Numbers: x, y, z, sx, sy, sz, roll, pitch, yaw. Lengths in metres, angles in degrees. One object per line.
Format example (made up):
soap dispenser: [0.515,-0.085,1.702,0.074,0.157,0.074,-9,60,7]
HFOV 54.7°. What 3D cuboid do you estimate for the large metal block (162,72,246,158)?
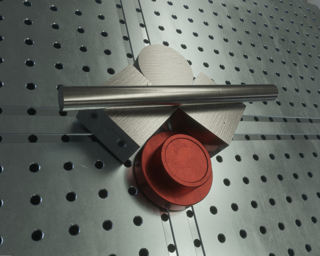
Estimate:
large metal block: [0.062,-0.017,0.428,0.080,0.050,0.080,36,52,-4]

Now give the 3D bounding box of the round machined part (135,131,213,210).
round machined part: [0.023,0.046,0.376,0.099,0.042,0.098,14,56,-21]

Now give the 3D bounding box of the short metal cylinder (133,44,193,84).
short metal cylinder: [-0.001,-0.068,0.428,0.081,0.050,0.080,14,56,-21]

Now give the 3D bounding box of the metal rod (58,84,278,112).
metal rod: [0.033,-0.040,0.379,0.303,0.025,0.025,-5,64,-30]

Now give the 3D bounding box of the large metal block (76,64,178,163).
large metal block: [-0.040,-0.019,0.377,0.080,0.050,0.080,44,51,0]
